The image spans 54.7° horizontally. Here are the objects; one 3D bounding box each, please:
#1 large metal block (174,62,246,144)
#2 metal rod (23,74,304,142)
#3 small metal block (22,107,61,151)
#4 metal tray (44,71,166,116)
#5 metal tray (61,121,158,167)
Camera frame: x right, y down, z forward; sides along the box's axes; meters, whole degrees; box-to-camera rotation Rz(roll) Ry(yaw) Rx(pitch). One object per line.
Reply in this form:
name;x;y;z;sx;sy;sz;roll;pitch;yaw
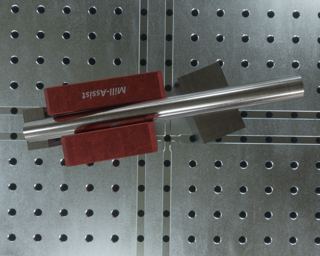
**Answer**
large metal block;0.057;-0.028;0.386;0.050;0.080;0.080;-23;90;0
metal rod;-0.005;-0.019;0.338;0.301;0.025;0.025;-9;90;9
small metal block;-0.150;0.001;0.399;0.025;0.050;0.050;-8;90;0
metal tray;-0.061;-0.039;0.379;0.131;0.090;0.030;-9;91;-1
metal tray;-0.050;0.015;0.360;0.091;0.130;0.030;-9;91;-1
